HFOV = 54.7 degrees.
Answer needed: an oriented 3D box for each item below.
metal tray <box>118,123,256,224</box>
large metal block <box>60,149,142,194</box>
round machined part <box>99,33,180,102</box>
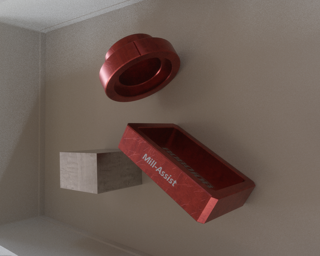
[{"bbox_3d":[0.028,0.040,0.339,0.130,0.091,0.030,38,113,33],"label":"metal tray"},{"bbox_3d":[-0.083,0.057,0.437,0.080,0.081,0.050,-2,89,39],"label":"large metal block"},{"bbox_3d":[-0.028,-0.077,0.380,0.098,0.099,0.042,-40,66,32],"label":"round machined part"}]
